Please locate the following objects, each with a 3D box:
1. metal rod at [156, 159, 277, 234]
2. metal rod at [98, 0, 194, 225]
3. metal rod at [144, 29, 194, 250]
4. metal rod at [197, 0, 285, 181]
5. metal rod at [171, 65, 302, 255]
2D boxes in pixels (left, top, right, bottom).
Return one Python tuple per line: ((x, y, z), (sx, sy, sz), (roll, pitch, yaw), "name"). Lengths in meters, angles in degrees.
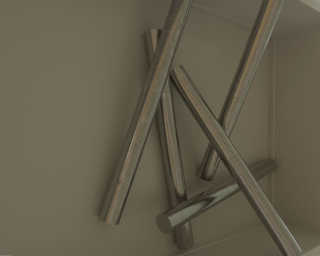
((0.107, 0.092, 0.478), (0.302, 0.025, 0.025), (-12, 98, -46), "metal rod")
((-0.013, -0.033, 0.374), (0.025, 0.025, 0.299), (23, 82, -38), "metal rod")
((0.014, 0.021, 0.420), (0.025, 0.025, 0.298), (-15, 100, -39), "metal rod")
((0.110, -0.060, 0.421), (0.025, 0.025, 0.298), (0, 115, -40), "metal rod")
((0.101, 0.047, 0.422), (0.025, 0.025, 0.299), (-33, 91, -35), "metal rod")
